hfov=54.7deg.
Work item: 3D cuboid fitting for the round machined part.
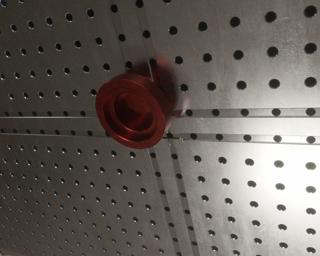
[{"bbox_3d":[-0.030,-0.025,0.399,0.098,0.042,0.097,13,124,20],"label":"round machined part"}]
